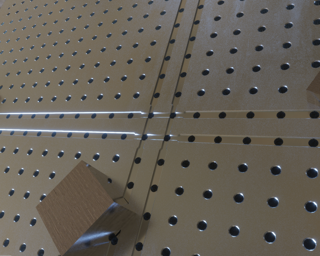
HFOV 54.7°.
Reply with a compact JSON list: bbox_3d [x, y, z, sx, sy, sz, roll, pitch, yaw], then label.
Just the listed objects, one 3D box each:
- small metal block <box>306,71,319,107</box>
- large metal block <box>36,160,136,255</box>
[{"bbox_3d":[0.196,-0.044,0.333,0.050,0.025,0.050,32,79,38],"label":"small metal block"},{"bbox_3d":[-0.091,0.101,0.378,0.080,0.050,0.080,-46,51,-4],"label":"large metal block"}]
